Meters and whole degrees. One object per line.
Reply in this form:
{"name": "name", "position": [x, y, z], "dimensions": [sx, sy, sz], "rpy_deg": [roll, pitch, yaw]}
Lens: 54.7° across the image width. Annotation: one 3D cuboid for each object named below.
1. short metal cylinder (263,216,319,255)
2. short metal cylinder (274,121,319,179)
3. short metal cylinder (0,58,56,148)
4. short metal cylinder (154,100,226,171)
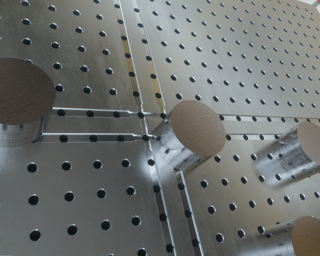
{"name": "short metal cylinder", "position": [0.181, 0.158, 0.395], "dimensions": [0.081, 0.050, 0.080], "rpy_deg": [14, 56, -21]}
{"name": "short metal cylinder", "position": [0.234, 0.036, 0.499], "dimensions": [0.081, 0.050, 0.080], "rpy_deg": [14, 56, -21]}
{"name": "short metal cylinder", "position": [-0.156, -0.026, 0.325], "dimensions": [0.081, 0.050, 0.080], "rpy_deg": [14, 56, -21]}
{"name": "short metal cylinder", "position": [0.039, 0.010, 0.409], "dimensions": [0.081, 0.050, 0.080], "rpy_deg": [14, 56, -21]}
